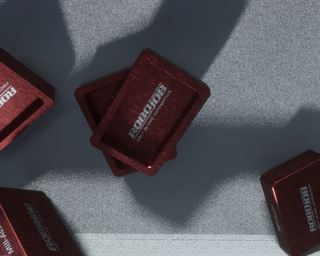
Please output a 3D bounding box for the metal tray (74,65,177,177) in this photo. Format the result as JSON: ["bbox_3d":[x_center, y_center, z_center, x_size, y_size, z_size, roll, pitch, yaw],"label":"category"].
[{"bbox_3d":[-0.041,-0.008,0.404,0.090,0.030,0.129,-20,109,7],"label":"metal tray"}]

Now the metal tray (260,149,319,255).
[{"bbox_3d":[0.201,0.107,0.436,0.091,0.030,0.129,-25,109,-10],"label":"metal tray"}]

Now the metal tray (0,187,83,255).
[{"bbox_3d":[-0.159,0.133,0.388,0.030,0.090,0.130,-47,62,5],"label":"metal tray"}]

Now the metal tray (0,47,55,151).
[{"bbox_3d":[-0.207,-0.026,0.380,0.130,0.030,0.090,-38,128,12],"label":"metal tray"}]

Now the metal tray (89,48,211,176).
[{"bbox_3d":[-0.013,-0.017,0.369,0.090,0.030,0.129,30,107,-11],"label":"metal tray"}]
